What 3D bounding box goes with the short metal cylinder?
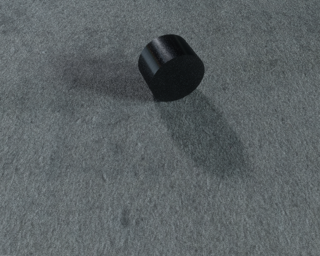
[{"bbox_3d":[0.016,-0.084,0.438,0.081,0.080,0.050,-18,53,-15],"label":"short metal cylinder"}]
